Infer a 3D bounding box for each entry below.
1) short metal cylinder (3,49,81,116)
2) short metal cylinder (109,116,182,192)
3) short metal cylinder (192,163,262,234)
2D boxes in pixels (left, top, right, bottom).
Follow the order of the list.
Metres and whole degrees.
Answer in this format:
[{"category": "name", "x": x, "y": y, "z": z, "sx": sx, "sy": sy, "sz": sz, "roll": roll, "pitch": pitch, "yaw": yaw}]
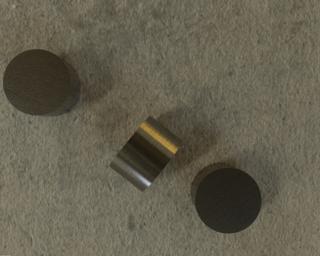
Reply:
[{"category": "short metal cylinder", "x": -0.148, "y": -0.055, "z": 0.396, "sx": 0.081, "sy": 0.050, "sz": 0.079, "roll": 0, "pitch": 90, "yaw": -1}, {"category": "short metal cylinder", "x": -0.017, "y": 0.031, "z": 0.382, "sx": 0.050, "sy": 0.080, "sz": 0.080, "roll": 39, "pitch": 90, "yaw": -1}, {"category": "short metal cylinder", "x": 0.082, "y": 0.088, "z": 0.399, "sx": 0.081, "sy": 0.050, "sz": 0.079, "roll": 0, "pitch": 90, "yaw": -1}]
